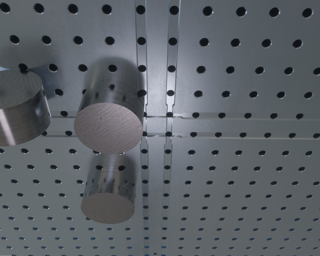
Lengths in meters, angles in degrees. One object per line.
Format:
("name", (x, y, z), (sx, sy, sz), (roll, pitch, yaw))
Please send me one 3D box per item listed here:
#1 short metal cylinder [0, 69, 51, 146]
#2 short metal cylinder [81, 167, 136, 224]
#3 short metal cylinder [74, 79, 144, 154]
("short metal cylinder", (-0.171, -0.025, 0.353), (0.081, 0.080, 0.050), (1, 130, -1))
("short metal cylinder", (-0.078, 0.106, 0.485), (0.081, 0.050, 0.079), (0, 130, 0))
("short metal cylinder", (-0.060, -0.014, 0.383), (0.081, 0.050, 0.079), (0, 130, 0))
